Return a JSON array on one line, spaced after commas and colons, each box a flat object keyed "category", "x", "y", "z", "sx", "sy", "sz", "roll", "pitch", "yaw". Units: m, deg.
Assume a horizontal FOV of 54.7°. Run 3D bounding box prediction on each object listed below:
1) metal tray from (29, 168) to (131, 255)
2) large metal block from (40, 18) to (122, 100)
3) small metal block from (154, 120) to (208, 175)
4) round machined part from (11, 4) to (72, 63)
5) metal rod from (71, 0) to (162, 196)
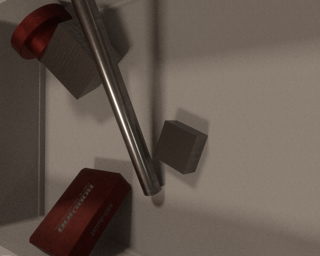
[{"category": "metal tray", "x": -0.111, "y": 0.120, "z": 0.439, "sx": 0.090, "sy": 0.030, "sz": 0.130, "roll": 1, "pitch": 46, "yaw": 39}, {"category": "large metal block", "x": -0.118, "y": -0.102, "z": 0.457, "sx": 0.080, "sy": 0.050, "sz": 0.080, "roll": 47, "pitch": 132, "yaw": -3}, {"category": "small metal block", "x": 0.025, "y": 0.023, "z": 0.385, "sx": 0.050, "sy": 0.025, "sz": 0.050, "roll": 28, "pitch": 107, "yaw": 36}, {"category": "round machined part", "x": -0.171, "y": -0.137, "z": 0.472, "sx": 0.042, "sy": 0.098, "sz": 0.098, "roll": 48, "pitch": 122, "yaw": -3}, {"category": "metal rod", "x": -0.055, "y": -0.051, "z": 0.372, "sx": 0.025, "sy": 0.025, "sz": 0.298, "roll": -4, "pitch": 112, "yaw": 39}]
